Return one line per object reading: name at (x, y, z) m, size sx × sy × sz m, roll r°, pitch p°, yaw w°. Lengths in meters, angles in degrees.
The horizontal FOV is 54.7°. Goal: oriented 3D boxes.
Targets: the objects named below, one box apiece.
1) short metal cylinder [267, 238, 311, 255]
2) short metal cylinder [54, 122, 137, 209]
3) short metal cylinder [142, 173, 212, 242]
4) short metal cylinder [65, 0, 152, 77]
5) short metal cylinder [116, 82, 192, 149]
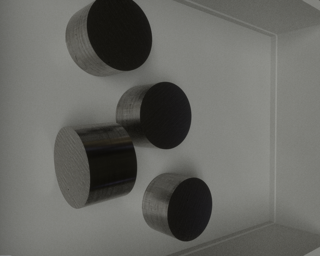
short metal cylinder at (0.251, 0.262, 0.604) m, size 0.081 × 0.050 × 0.080 m, roll 0°, pitch 90°, yaw -40°
short metal cylinder at (-0.067, 0.036, 0.314) m, size 0.050 × 0.080 × 0.079 m, roll -7°, pitch 95°, yaw -40°
short metal cylinder at (0.023, 0.102, 0.410) m, size 0.081 × 0.050 × 0.080 m, roll 0°, pitch 90°, yaw -40°
short metal cylinder at (-0.056, -0.100, 0.343) m, size 0.081 × 0.050 × 0.080 m, roll 0°, pitch 90°, yaw -40°
short metal cylinder at (-0.007, -0.015, 0.384) m, size 0.081 × 0.050 × 0.080 m, roll 0°, pitch 90°, yaw -40°
